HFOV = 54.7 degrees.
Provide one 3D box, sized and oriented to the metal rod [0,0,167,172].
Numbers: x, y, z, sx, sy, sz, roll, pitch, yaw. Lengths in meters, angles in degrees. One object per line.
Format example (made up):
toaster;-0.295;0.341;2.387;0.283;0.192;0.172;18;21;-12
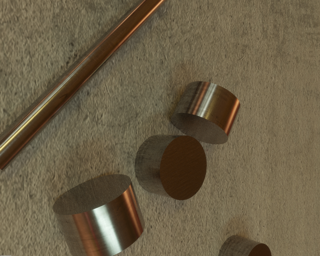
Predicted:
metal rod;-0.071;-0.077;0.344;0.025;0.025;0.301;51;60;-28

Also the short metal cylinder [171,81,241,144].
short metal cylinder;0.062;-0.019;0.421;0.080;0.080;0.050;39;66;-33

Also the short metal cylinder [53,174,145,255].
short metal cylinder;-0.061;0.088;0.318;0.081;0.080;0.050;-26;107;-37

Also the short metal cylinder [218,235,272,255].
short metal cylinder;0.139;0.222;0.505;0.081;0.050;0.079;0;90;-40

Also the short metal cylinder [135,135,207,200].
short metal cylinder;0.015;0.049;0.401;0.081;0.050;0.079;0;90;-40
